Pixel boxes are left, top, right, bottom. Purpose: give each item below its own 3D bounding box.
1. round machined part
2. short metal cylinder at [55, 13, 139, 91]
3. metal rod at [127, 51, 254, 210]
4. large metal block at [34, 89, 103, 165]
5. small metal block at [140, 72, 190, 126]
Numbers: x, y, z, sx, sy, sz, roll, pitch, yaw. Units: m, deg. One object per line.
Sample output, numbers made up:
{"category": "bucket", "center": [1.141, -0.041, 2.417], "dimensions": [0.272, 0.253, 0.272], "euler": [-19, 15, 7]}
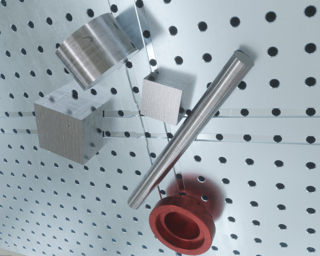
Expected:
{"category": "round machined part", "center": [0.036, 0.140, 0.467], "dimensions": [0.098, 0.042, 0.097], "euler": [13, 124, 20]}
{"category": "short metal cylinder", "center": [-0.072, -0.087, 0.358], "dimensions": [0.080, 0.080, 0.050], "euler": [-30, 102, 37]}
{"category": "metal rod", "center": [0.023, 0.025, 0.413], "dimensions": [0.025, 0.025, 0.298], "euler": [36, 129, 3]}
{"category": "large metal block", "center": [-0.134, -0.002, 0.462], "dimensions": [0.080, 0.050, 0.079], "euler": [19, 126, 16]}
{"category": "small metal block", "center": [0.005, -0.036, 0.385], "dimensions": [0.050, 0.025, 0.050], "euler": [19, 126, 16]}
